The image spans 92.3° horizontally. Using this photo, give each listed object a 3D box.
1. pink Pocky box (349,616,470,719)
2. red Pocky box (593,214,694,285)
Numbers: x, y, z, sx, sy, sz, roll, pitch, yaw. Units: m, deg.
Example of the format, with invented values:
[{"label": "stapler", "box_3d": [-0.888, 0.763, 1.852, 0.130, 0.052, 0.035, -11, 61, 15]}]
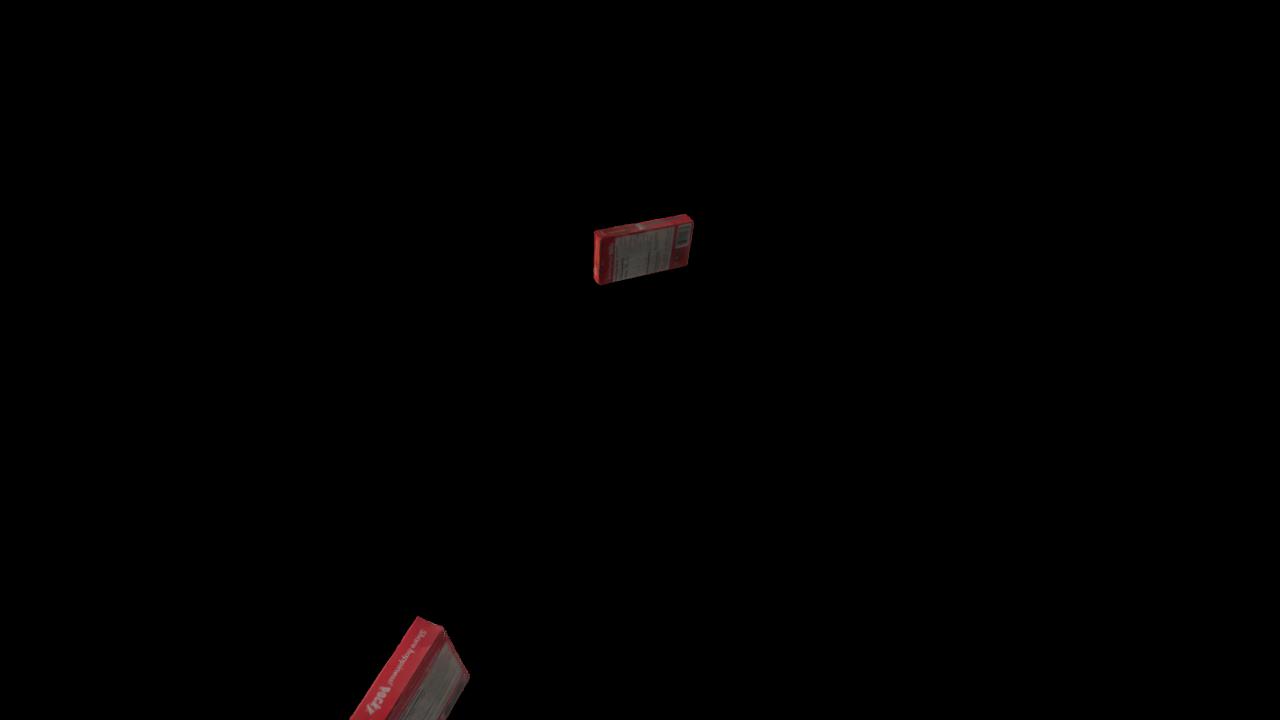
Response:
[{"label": "pink Pocky box", "box_3d": [-0.189, 0.286, 0.524, 0.029, 0.084, 0.155, 21, -39, 12]}, {"label": "red Pocky box", "box_3d": [0.004, -0.166, 0.916, 0.155, 0.083, 0.028, -16, 47, -23]}]
